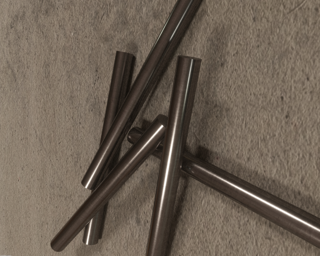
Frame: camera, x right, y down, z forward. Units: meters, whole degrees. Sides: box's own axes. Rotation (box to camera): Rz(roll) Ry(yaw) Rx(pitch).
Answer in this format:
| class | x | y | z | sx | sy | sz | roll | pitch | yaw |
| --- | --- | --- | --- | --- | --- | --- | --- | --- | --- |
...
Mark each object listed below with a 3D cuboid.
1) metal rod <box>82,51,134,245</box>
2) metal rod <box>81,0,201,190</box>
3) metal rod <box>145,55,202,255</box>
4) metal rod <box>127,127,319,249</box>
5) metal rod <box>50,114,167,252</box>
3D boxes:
| class | x | y | z | sx | sy | sz | roll | pitch | yaw |
| --- | --- | --- | --- | --- | --- | --- | --- | --- | --- |
| metal rod | -0.080 | 0.036 | 0.468 | 0.025 | 0.025 | 0.298 | 19 | 102 | 38 |
| metal rod | -0.031 | -0.041 | 0.411 | 0.025 | 0.025 | 0.298 | 41 | 109 | 32 |
| metal rod | 0.009 | 0.067 | 0.366 | 0.025 | 0.025 | 0.298 | 24 | 114 | 37 |
| metal rod | 0.073 | 0.062 | 0.343 | 0.300 | 0.025 | 0.025 | 25 | 106 | 36 |
| metal rod | -0.079 | 0.091 | 0.433 | 0.299 | 0.025 | 0.025 | -49 | 62 | 28 |
